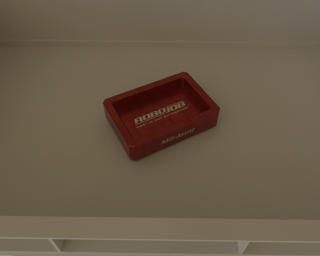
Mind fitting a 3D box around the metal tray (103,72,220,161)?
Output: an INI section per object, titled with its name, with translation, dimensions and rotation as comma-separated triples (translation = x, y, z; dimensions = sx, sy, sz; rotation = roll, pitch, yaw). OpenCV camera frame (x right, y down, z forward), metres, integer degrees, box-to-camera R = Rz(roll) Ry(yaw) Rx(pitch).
[metal tray]
translation = 0.002, -0.021, 0.415
dimensions = 0.131, 0.030, 0.090
rotation = -22, 54, -18
